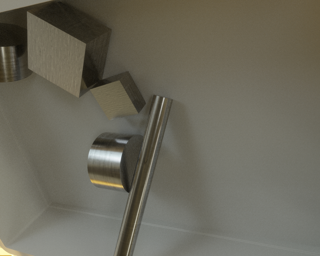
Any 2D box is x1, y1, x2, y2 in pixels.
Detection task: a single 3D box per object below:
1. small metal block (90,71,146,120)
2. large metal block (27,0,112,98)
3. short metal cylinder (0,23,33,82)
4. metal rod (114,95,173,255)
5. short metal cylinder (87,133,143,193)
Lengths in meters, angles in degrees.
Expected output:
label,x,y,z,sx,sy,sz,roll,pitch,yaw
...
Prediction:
label,x,y,z,sx,sy,sz,roll,pitch,yaw
small metal block,-0.055,-0.041,0.406,0.050,0.025,0.050,-11,120,32
large metal block,-0.114,-0.098,0.385,0.080,0.050,0.079,30,134,8
short metal cylinder,-0.216,-0.104,0.420,0.080,0.080,0.050,23,127,14
metal rod,-0.032,0.105,0.404,0.025,0.025,0.298,17,98,18
short metal cylinder,-0.054,0.047,0.429,0.050,0.080,0.079,4,120,26
